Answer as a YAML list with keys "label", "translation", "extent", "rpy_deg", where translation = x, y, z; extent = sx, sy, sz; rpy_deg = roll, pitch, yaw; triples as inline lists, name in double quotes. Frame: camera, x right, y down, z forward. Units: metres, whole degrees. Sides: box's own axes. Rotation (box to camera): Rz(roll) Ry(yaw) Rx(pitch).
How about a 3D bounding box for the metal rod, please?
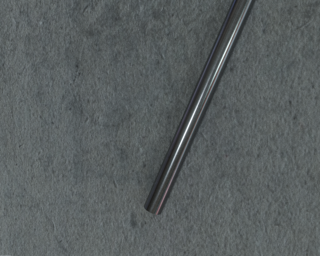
- label: "metal rod"
  translation: [0.048, -0.028, 0.391]
  extent: [0.025, 0.025, 0.298]
  rpy_deg: [25, 98, 18]
